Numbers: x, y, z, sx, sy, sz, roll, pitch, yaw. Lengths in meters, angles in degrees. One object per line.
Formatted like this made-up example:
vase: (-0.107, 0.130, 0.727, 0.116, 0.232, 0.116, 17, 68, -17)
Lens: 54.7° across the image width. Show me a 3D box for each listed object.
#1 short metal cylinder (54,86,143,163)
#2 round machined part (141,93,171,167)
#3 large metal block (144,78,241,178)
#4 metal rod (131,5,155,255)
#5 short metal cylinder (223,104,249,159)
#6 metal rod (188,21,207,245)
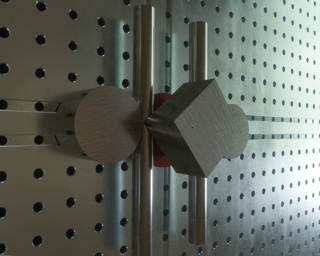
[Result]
short metal cylinder: (-0.066, -0.004, 0.337, 0.081, 0.050, 0.080, 0, 90, -40)
round machined part: (0.007, 0.003, 0.405, 0.099, 0.042, 0.097, 0, 90, -40)
large metal block: (0.041, -0.001, 0.366, 0.080, 0.050, 0.080, -46, 118, -30)
metal rod: (-0.020, 0.008, 0.365, 0.025, 0.025, 0.298, 1, 90, -40)
short metal cylinder: (0.089, 0.005, 0.467, 0.081, 0.050, 0.080, 0, 90, -40)
metal rod: (0.052, 0.007, 0.425, 0.025, 0.025, 0.298, 0, 90, -40)
